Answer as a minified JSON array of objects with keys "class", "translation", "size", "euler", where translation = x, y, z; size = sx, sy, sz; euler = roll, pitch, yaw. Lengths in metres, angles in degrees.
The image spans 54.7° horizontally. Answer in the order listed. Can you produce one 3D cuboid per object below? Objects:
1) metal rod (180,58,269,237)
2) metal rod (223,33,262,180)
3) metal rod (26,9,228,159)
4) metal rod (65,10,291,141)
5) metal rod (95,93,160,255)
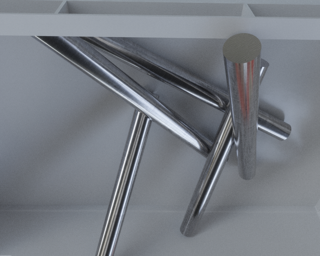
[{"class":"metal rod","translation":[0.073,0.047,0.409],"size":[0.025,0.025,0.298],"euler":[8,127,-7]},{"class":"metal rod","translation":[0.093,0.007,0.338],"size":[0.025,0.025,0.300],"euler":[-13,153,11]},{"class":"metal rod","translation":[-0.008,-0.023,0.354],"size":[0.025,0.025,0.301],"euler":[-33,134,25]},{"class":"metal rod","translation":[0.036,-0.052,0.365],"size":[0.302,0.025,0.025],"euler":[24,126,-19]},{"class":"metal rod","translation":[-0.053,0.097,0.409],"size":[0.025,0.025,0.298],"euler":[14,103,-12]}]
